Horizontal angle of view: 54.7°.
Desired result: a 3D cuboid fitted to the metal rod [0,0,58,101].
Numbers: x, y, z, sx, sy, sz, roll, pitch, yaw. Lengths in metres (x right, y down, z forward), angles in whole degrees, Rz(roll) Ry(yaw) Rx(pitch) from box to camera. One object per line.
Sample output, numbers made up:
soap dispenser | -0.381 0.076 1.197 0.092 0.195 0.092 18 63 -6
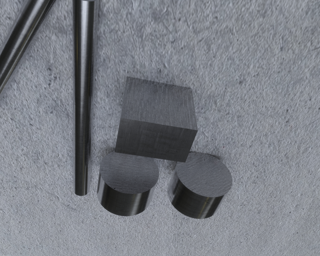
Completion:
metal rod | -0.176 -0.066 0.349 0.025 0.025 0.299 31 123 -24

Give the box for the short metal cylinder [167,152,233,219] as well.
short metal cylinder | 0.055 0.080 0.440 0.081 0.080 0.050 10 130 -8

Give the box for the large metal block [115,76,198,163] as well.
large metal block | -0.005 -0.011 0.361 0.081 0.080 0.050 9 130 -8

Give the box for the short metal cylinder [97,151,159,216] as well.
short metal cylinder | -0.046 0.075 0.435 0.081 0.080 0.050 9 130 -8

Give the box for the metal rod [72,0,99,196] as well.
metal rod | -0.097 -0.015 0.393 0.025 0.025 0.298 8 130 -7
